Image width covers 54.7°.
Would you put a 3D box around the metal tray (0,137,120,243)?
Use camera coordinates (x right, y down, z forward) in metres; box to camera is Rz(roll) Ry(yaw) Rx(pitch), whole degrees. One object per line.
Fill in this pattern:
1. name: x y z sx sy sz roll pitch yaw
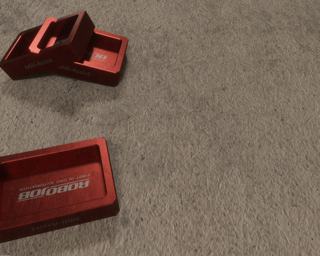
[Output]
1. metal tray: -0.117 0.065 0.343 0.131 0.030 0.090 -11 51 -10

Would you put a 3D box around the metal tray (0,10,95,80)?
1. metal tray: -0.171 -0.127 0.473 0.130 0.030 0.090 -11 47 19

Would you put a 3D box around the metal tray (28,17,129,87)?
1. metal tray: -0.121 -0.118 0.477 0.131 0.030 0.090 13 50 -8
